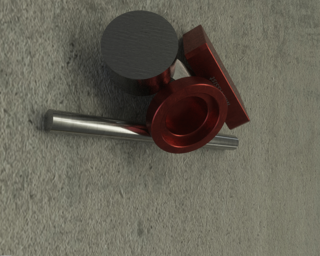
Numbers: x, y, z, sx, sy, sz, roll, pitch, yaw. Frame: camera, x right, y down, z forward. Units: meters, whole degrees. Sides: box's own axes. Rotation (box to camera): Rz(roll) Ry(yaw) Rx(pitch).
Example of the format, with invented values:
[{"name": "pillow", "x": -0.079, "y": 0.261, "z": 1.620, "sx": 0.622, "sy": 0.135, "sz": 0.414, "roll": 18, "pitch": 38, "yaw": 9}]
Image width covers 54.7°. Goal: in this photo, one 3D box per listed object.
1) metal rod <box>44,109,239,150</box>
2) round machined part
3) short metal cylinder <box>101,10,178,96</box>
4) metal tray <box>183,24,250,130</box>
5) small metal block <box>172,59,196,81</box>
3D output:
[{"name": "metal rod", "x": 0.003, "y": 0.009, "z": 0.408, "sx": 0.302, "sy": 0.025, "sz": 0.025, "roll": 8, "pitch": 85, "yaw": -40}, {"name": "round machined part", "x": 0.029, "y": -0.019, "z": 0.379, "sx": 0.099, "sy": 0.042, "sz": 0.097, "roll": -13, "pitch": 129, "yaw": -16}, {"name": "short metal cylinder", "x": -0.021, "y": -0.081, "z": 0.346, "sx": 0.081, "sy": 0.050, "sz": 0.080, "roll": 0, "pitch": 76, "yaw": -1}, {"name": "metal tray", "x": 0.078, "y": -0.071, "z": 0.435, "sx": 0.130, "sy": 0.030, "sz": 0.090, "roll": 53, "pitch": 21, "yaw": -27}, {"name": "small metal block", "x": 0.018, "y": -0.062, "z": 0.403, "sx": 0.050, "sy": 0.050, "sz": 0.025, "roll": 30, "pitch": 72, "yaw": -36}]
